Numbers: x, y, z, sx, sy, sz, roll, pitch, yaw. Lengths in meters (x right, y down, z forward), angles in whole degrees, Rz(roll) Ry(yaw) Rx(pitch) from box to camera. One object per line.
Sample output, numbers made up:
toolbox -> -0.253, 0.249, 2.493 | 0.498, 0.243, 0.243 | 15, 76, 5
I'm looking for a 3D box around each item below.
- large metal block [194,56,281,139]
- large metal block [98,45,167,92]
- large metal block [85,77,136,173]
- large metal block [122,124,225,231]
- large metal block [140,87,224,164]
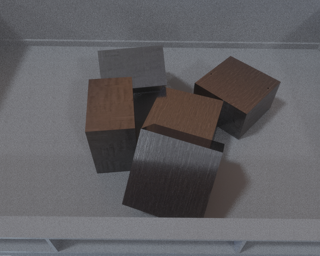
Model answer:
large metal block -> 0.102, -0.044, 0.425 | 0.080, 0.050, 0.080 | 36, 58, 26
large metal block -> -0.037, -0.075, 0.423 | 0.081, 0.080, 0.050 | -6, 92, -5
large metal block -> -0.055, -0.003, 0.370 | 0.050, 0.080, 0.080 | -4, 50, -4
large metal block -> 0.016, 0.047, 0.320 | 0.080, 0.079, 0.050 | 16, 10, 11
large metal block -> 0.028, 0.001, 0.388 | 0.080, 0.050, 0.080 | 15, 52, 12
